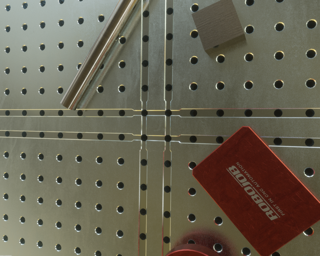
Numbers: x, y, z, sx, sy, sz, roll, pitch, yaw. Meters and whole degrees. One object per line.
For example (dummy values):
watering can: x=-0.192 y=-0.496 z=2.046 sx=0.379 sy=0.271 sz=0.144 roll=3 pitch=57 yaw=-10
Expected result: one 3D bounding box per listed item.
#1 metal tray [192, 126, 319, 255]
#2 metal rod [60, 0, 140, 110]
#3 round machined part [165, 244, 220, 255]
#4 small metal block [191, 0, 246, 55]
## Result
metal tray: x=0.114 y=0.072 z=0.370 sx=0.090 sy=0.030 sz=0.130 roll=-43 pitch=77 yaw=14
metal rod: x=-0.056 y=-0.155 z=0.431 sx=0.025 sy=0.025 sz=0.299 roll=37 pitch=101 yaw=16
round machined part: x=0.044 y=0.193 z=0.387 sx=0.098 sy=0.042 sz=0.097 roll=0 pitch=90 yaw=19
small metal block: x=0.074 y=-0.126 z=0.386 sx=0.050 sy=0.025 sz=0.050 roll=-20 pitch=84 yaw=18
